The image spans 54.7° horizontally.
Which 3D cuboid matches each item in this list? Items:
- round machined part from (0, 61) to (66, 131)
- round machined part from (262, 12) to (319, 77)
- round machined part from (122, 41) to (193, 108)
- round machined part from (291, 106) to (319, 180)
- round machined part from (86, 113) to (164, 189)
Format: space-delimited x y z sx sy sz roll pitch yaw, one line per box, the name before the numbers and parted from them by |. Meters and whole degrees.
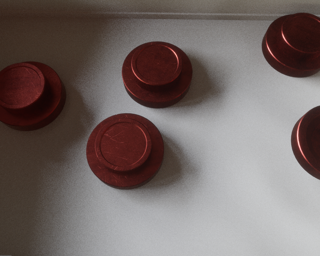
round machined part | -0.182 -0.048 0.417 0.099 0.042 0.098 0 70 0
round machined part | 0.203 -0.126 0.448 0.099 0.042 0.098 0 70 0
round machined part | -0.004 -0.080 0.430 0.099 0.042 0.098 0 70 0
round machined part | 0.216 0.022 0.394 0.099 0.042 0.098 0 70 0
round machined part | -0.044 0.026 0.391 0.099 0.042 0.098 0 70 0
